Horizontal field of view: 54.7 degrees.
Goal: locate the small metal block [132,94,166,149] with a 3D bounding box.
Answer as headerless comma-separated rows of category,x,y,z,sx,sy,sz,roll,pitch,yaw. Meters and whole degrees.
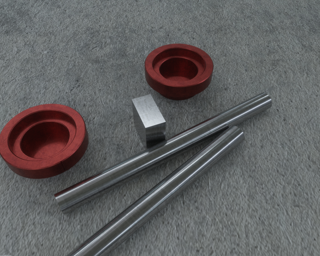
small metal block,-0.014,-0.006,0.392,0.025,0.050,0.050,-17,52,-14

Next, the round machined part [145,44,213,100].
round machined part,0.027,-0.079,0.459,0.099,0.042,0.098,0,50,0

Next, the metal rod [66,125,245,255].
metal rod,-0.014,0.084,0.332,0.302,0.025,0.025,-34,58,-26

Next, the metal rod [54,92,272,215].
metal rod,0.020,0.022,0.384,0.302,0.025,0.025,-25,55,-20

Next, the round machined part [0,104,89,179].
round machined part,-0.136,0.020,0.375,0.099,0.042,0.098,0,50,0
